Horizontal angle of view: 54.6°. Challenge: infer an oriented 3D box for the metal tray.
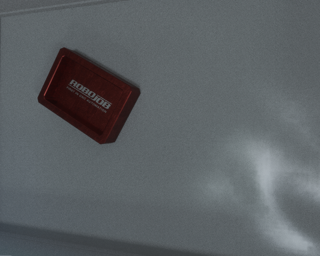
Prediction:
[{"bbox_3d":[-0.104,-0.046,0.445,0.130,0.030,0.090,32,100,17],"label":"metal tray"}]
